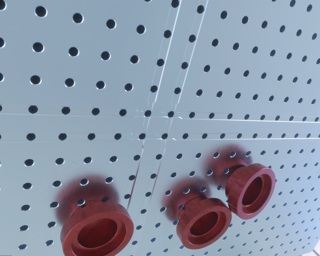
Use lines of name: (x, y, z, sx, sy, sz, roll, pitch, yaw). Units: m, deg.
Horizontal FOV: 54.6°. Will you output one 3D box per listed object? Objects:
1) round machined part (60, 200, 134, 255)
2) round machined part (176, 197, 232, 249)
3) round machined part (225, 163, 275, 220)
round machined part: (-0.090, 0.141, 0.438, 0.099, 0.042, 0.097, -14, 124, -21)
round machined part: (0.071, 0.158, 0.536, 0.099, 0.042, 0.097, -14, 124, -21)
round machined part: (0.152, 0.105, 0.539, 0.099, 0.042, 0.097, -16, 118, -32)
